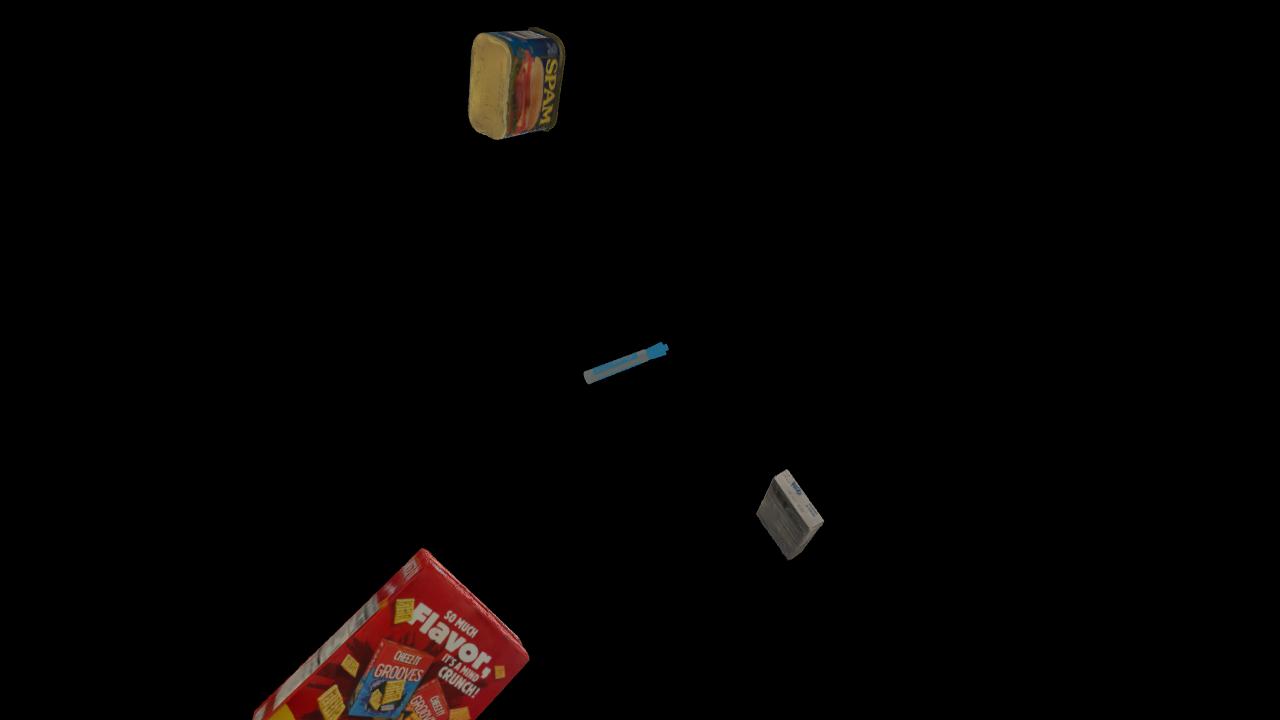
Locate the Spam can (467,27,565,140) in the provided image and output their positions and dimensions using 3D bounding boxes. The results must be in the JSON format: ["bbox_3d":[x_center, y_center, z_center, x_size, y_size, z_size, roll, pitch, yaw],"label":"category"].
[{"bbox_3d":[-0.130,-0.289,0.644,0.058,0.101,0.085,29,38,18],"label":"Spam can"}]

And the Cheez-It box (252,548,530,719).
[{"bbox_3d":[-0.256,0.341,0.650,0.223,0.166,0.071,-45,18,-18],"label":"Cheez-It box"}]

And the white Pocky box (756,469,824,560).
[{"bbox_3d":[0.204,0.218,0.850,0.028,0.084,0.154,-26,-29,-14],"label":"white Pocky box"}]

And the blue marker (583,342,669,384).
[{"bbox_3d":[-0.018,0.004,0.832,0.121,0.020,0.020,-21,-4,10],"label":"blue marker"}]
